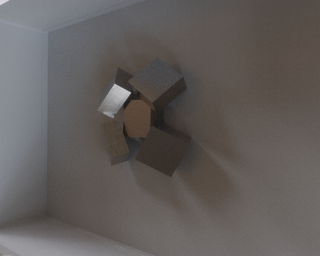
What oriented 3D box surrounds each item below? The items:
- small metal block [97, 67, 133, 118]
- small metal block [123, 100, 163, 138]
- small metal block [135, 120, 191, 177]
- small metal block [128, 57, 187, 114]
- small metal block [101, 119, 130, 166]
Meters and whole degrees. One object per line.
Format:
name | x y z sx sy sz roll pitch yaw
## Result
small metal block | -0.063 -0.050 0.440 0.050 0.025 0.050 -50 23 29
small metal block | -0.023 -0.013 0.423 0.050 0.025 0.050 2 92 40
small metal block | 0.004 0.025 0.386 0.050 0.025 0.050 27 110 0
small metal block | -0.003 -0.054 0.391 0.050 0.025 0.050 -41 58 -10
small metal block | -0.065 0.022 0.443 0.050 0.025 0.050 114 137 -68
